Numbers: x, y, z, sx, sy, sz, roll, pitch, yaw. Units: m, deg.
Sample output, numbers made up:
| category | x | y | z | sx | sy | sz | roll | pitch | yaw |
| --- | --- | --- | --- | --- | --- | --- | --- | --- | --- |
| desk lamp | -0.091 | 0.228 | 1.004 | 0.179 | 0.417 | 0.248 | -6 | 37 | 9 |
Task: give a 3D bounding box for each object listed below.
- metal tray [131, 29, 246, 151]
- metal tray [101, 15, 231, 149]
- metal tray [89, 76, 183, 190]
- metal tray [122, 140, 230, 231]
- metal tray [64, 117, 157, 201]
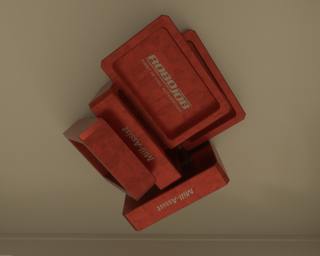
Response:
| category | x | y | z | sx | sy | sz | roll | pitch | yaw |
| --- | --- | --- | --- | --- | --- | --- | --- | --- | --- |
| metal tray | 0.036 | -0.046 | 0.392 | 0.090 | 0.030 | 0.130 | -32 | 106 | 12 |
| metal tray | 0.008 | -0.050 | 0.356 | 0.090 | 0.030 | 0.130 | -35 | 106 | 12 |
| metal tray | -0.024 | 0.002 | 0.374 | 0.030 | 0.090 | 0.130 | -35 | 107 | 12 |
| metal tray | 0.017 | 0.068 | 0.400 | 0.130 | 0.090 | 0.030 | -31 | 108 | 10 |
| metal tray | -0.065 | 0.032 | 0.366 | 0.030 | 0.130 | 0.090 | -44 | 107 | -17 |
